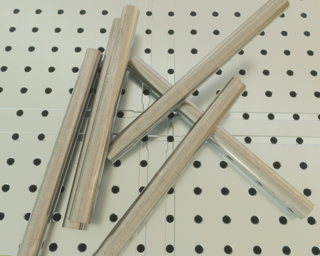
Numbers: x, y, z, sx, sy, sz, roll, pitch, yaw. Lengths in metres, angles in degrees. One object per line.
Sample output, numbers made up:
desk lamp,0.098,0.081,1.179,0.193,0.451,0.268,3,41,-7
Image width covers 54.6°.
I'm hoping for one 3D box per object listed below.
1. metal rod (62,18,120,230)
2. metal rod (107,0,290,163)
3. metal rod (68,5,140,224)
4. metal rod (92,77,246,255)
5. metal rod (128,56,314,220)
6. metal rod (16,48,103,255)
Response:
metal rod,-0.081,-0.019,0.418,0.025,0.025,0.299,8,70,3
metal rod,0.045,-0.064,0.400,0.300,0.025,0.025,-42,75,0
metal rod,-0.066,-0.033,0.400,0.025,0.025,0.299,9,70,3
metal rod,0.008,0.059,0.373,0.025,0.025,0.300,37,80,12
metal rod,0.069,0.004,0.410,0.300,0.025,0.025,42,75,14
metal rod,-0.125,0.029,0.400,0.025,0.025,0.299,11,70,4
